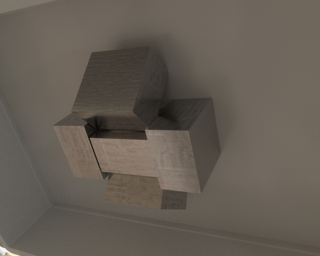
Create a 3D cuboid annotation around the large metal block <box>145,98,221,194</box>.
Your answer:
[{"bbox_3d":[0.031,0.018,0.366,0.050,0.080,0.080,1,119,28],"label":"large metal block"}]

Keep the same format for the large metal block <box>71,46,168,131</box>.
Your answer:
[{"bbox_3d":[-0.044,-0.043,0.360,0.080,0.080,0.050,2,157,27],"label":"large metal block"}]

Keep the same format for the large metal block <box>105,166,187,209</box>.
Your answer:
[{"bbox_3d":[-0.015,0.080,0.420,0.080,0.080,0.050,0,77,27],"label":"large metal block"}]

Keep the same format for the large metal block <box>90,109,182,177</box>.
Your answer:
[{"bbox_3d":[-0.027,0.015,0.395,0.080,0.080,0.050,1,119,28],"label":"large metal block"}]

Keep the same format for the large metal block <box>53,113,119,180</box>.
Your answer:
[{"bbox_3d":[-0.087,0.013,0.426,0.050,0.080,0.080,1,119,28],"label":"large metal block"}]
